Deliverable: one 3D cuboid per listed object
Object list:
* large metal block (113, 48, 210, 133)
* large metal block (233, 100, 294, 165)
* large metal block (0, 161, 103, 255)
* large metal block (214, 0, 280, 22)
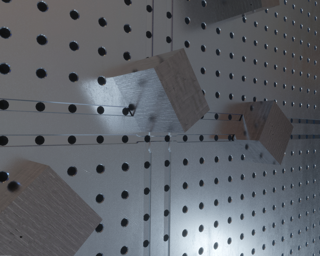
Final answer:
[{"bbox_3d":[0.001,-0.042,0.373,0.050,0.080,0.080,-41,115,-32],"label":"large metal block"},{"bbox_3d":[0.183,0.009,0.545,0.080,0.050,0.080,41,65,-32],"label":"large metal block"},{"bbox_3d":[-0.117,0.090,0.294,0.080,0.050,0.080,-50,120,-28],"label":"large metal block"},{"bbox_3d":[0.129,-0.218,0.480,0.050,0.080,0.080,-23,105,-38],"label":"large metal block"}]
